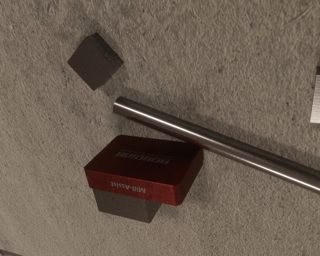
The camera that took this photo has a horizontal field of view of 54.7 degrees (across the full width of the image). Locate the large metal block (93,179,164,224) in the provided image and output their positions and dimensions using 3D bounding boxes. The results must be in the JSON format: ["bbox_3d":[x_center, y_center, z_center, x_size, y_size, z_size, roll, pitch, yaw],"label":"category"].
[{"bbox_3d":[-0.036,0.080,0.438,0.080,0.080,0.050,6,121,25],"label":"large metal block"}]

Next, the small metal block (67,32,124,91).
[{"bbox_3d":[-0.083,-0.084,0.397,0.050,0.025,0.050,48,129,-6],"label":"small metal block"}]

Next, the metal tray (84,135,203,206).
[{"bbox_3d":[-0.020,0.049,0.404,0.130,0.090,0.030,6,121,25],"label":"metal tray"}]

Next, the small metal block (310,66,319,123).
[{"bbox_3d":[0.175,-0.031,0.296,0.050,0.025,0.050,7,122,24],"label":"small metal block"}]

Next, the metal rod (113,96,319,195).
[{"bbox_3d":[0.079,0.022,0.377,0.301,0.025,0.025,21,126,14],"label":"metal rod"}]
